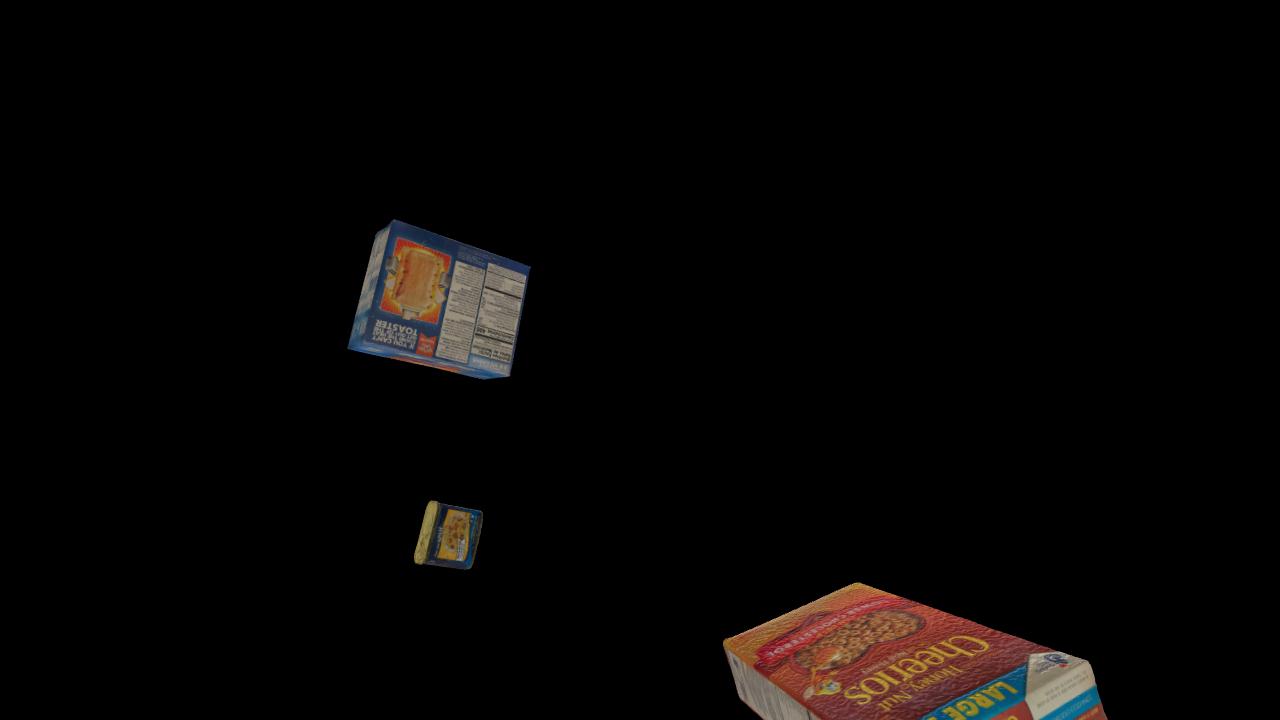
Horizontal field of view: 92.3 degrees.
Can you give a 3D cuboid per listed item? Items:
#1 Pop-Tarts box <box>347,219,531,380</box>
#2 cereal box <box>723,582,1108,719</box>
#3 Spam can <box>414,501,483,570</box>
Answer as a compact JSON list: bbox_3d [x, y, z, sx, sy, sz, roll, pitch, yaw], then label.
[{"bbox_3d":[-0.231,-0.063,0.720,0.167,0.141,0.083,16,-14,-33],"label":"Pop-Tarts box"},{"bbox_3d":[0.237,0.315,0.601,0.203,0.081,0.306,-15,-4,-17],"label":"cereal box"},{"bbox_3d":[-0.316,0.292,1.023,0.085,0.101,0.058,20,-21,-32],"label":"Spam can"}]
